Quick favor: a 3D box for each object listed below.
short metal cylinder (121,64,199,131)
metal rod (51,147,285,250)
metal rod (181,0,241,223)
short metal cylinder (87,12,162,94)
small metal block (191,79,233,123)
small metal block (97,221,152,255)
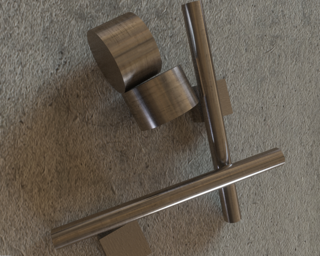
[{"bbox_3d":[0.000,-0.037,0.380,0.080,0.080,0.050,-30,100,-17],"label":"short metal cylinder"},{"bbox_3d":[0.018,0.084,0.389,0.302,0.025,0.025,-18,97,-9],"label":"metal rod"},{"bbox_3d":[0.071,-0.009,0.408,0.025,0.025,0.298,-19,107,-19],"label":"metal rod"},{"bbox_3d":[-0.042,-0.087,0.364,0.050,0.080,0.080,-33,101,-17],"label":"short metal cylinder"},{"bbox_3d":[0.069,-0.038,0.434,0.050,0.025,0.050,-16,96,-19],"label":"small metal block"},{"bbox_3d":[-0.046,0.146,0.392,0.050,0.025,0.050,-26,99,-18],"label":"small metal block"}]
